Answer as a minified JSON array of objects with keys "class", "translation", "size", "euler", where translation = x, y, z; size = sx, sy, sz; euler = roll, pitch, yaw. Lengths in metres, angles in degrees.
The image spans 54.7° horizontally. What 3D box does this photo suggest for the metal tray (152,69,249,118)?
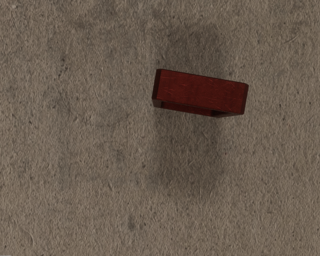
[{"class":"metal tray","translation":[0.039,-0.035,0.358],"size":[0.091,0.130,0.030],"euler":[10,90,0]}]
